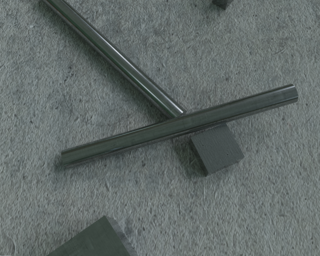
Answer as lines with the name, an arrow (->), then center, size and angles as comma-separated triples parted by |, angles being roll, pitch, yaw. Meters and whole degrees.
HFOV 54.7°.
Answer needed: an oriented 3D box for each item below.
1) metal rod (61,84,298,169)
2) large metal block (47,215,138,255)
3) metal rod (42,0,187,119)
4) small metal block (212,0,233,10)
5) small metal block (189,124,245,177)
metal rod -> 0.025, -0.002, 0.393 | 0.302, 0.025, 0.025 | -16, 71, -1
large metal block -> -0.073, 0.140, 0.327 | 0.080, 0.080, 0.050 | -33, 74, -12
metal rod -> -0.078, -0.115, 0.448 | 0.025, 0.025, 0.300 | -43, 76, -14
small metal block -> 0.108, -0.221, 0.477 | 0.025, 0.050, 0.050 | 34, 73, 11
small metal block -> 0.072, 0.028, 0.399 | 0.050, 0.025, 0.050 | -23, 72, -9
